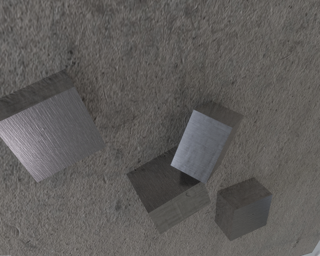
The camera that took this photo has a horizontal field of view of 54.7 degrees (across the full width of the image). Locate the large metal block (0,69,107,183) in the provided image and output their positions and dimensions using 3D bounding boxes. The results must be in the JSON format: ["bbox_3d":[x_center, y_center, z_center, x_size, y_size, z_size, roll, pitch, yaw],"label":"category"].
[{"bbox_3d":[-0.115,-0.003,0.326,0.080,0.050,0.080,-28,128,-11],"label":"large metal block"}]

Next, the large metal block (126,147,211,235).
[{"bbox_3d":[0.011,0.084,0.429,0.080,0.080,0.050,-29,128,-10],"label":"large metal block"}]

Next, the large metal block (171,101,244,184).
[{"bbox_3d":[0.065,0.015,0.410,0.080,0.050,0.079,-27,141,-63],"label":"large metal block"}]

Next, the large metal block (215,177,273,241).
[{"bbox_3d":[0.150,0.147,0.563,0.081,0.050,0.079,-16,125,-20],"label":"large metal block"}]
